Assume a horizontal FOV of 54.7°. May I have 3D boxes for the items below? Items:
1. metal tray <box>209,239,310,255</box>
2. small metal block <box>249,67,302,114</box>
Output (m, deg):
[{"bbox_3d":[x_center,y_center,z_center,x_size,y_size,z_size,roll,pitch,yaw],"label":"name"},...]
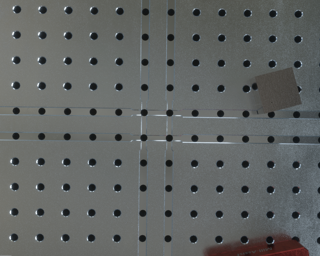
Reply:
[{"bbox_3d":[0.135,0.209,0.412,0.131,0.030,0.089,-11,90,0],"label":"metal tray"},{"bbox_3d":[0.154,-0.049,0.414,0.050,0.025,0.050,-15,90,0],"label":"small metal block"}]
